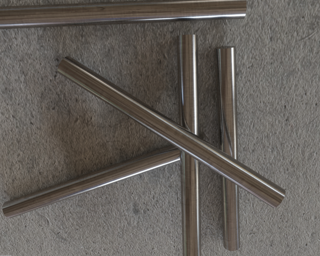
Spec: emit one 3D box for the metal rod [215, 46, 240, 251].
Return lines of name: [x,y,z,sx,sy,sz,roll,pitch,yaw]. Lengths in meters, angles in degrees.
metal rod: [0.095,0.042,0.425,0.025,0.025,0.298,-6,110,2]

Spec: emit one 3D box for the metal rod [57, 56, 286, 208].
metal rod: [0.009,0.002,0.368,0.301,0.025,0.025,32,108,5]

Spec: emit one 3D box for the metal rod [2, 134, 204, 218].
metal rod: [-0.080,0.069,0.434,0.301,0.025,0.025,-19,109,7]

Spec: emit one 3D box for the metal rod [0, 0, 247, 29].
metal rod: [-0.054,-0.133,0.359,0.302,0.025,0.025,-2,110,0]

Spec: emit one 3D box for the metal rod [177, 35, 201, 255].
metal rod: [0.038,0.037,0.395,0.025,0.025,0.298,-2,100,1]
